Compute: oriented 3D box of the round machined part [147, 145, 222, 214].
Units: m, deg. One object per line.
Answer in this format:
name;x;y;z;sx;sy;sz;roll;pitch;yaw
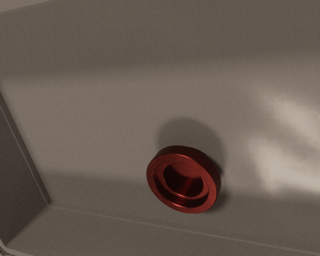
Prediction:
round machined part;0.035;0.064;0.418;0.098;0.042;0.097;13;124;20
